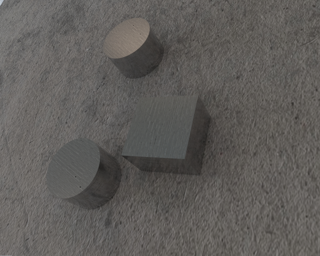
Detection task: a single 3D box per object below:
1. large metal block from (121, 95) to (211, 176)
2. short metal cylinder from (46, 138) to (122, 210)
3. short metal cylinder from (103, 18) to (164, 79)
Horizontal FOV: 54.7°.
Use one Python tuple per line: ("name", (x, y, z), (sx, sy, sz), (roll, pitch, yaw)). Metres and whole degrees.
("large metal block", (0.010, 0.009, 0.377), (0.080, 0.050, 0.080), (0, 62, 28))
("short metal cylinder", (-0.098, 0.060, 0.402), (0.080, 0.050, 0.080), (-13, 56, 21))
("short metal cylinder", (-0.041, -0.125, 0.486), (0.080, 0.050, 0.080), (-13, 56, 21))
